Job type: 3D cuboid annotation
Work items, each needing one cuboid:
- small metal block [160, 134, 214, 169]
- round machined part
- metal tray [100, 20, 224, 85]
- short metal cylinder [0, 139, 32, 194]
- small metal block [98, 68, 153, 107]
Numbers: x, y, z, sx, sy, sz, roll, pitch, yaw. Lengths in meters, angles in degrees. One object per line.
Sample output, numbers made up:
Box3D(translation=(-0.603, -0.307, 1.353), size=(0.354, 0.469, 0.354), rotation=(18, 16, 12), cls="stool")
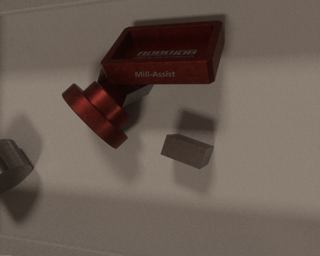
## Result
Box3D(translation=(0.035, 0.028, 0.384), size=(0.050, 0.050, 0.025), rotation=(20, 97, 18), cls="small metal block")
Box3D(translation=(-0.075, -0.022, 0.399), size=(0.042, 0.098, 0.098), rotation=(-44, 76, -3), cls="round machined part")
Box3D(translation=(0.006, -0.092, 0.375), size=(0.130, 0.090, 0.030), rotation=(3, 135, 19), cls="metal tray")
Box3D(translation=(-0.244, 0.061, 0.465), size=(0.080, 0.080, 0.050), rotation=(-42, 77, 15), cls="short metal cylinder")
Box3D(translation=(-0.045, -0.061, 0.409), size=(0.050, 0.050, 0.025), rotation=(46, 140, 14), cls="small metal block")
